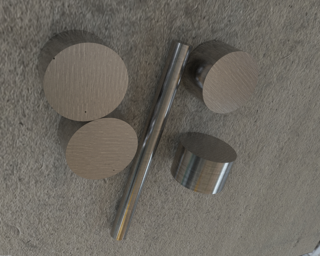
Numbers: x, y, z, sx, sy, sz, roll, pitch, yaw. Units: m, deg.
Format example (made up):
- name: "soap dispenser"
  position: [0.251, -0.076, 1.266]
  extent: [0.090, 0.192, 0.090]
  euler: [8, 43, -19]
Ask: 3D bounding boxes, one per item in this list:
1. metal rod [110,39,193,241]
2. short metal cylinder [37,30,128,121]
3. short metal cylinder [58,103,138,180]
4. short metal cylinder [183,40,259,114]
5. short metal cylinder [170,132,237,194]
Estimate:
- name: "metal rod"
  position: [-0.018, 0.032, 0.416]
  extent: [0.025, 0.025, 0.298]
  euler: [5, 116, -31]
- name: "short metal cylinder"
  position: [-0.079, -0.054, 0.314]
  extent: [0.081, 0.050, 0.079]
  euler: [-14, 124, -21]
- name: "short metal cylinder"
  position: [-0.072, 0.012, 0.359]
  extent: [0.081, 0.050, 0.079]
  euler: [-14, 124, -21]
- name: "short metal cylinder"
  position: [0.076, -0.065, 0.392]
  extent: [0.081, 0.050, 0.079]
  euler: [-14, 124, -21]
- name: "short metal cylinder"
  position: [0.060, 0.047, 0.433]
  extent: [0.081, 0.080, 0.050]
  euler: [2, 118, -29]
